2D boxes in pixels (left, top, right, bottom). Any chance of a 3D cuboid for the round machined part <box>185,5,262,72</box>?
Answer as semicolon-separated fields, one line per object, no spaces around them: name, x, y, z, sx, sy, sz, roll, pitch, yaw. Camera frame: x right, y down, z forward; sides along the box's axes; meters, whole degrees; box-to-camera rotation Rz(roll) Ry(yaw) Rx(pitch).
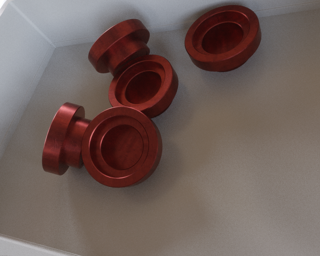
round machined part;0.087;-0.115;0.419;0.098;0.042;0.098;-13;56;20

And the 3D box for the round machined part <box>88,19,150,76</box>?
round machined part;-0.054;-0.113;0.466;0.098;0.098;0.042;-37;84;3

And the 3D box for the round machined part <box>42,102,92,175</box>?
round machined part;-0.118;0.017;0.420;0.042;0.098;0.098;16;66;-2

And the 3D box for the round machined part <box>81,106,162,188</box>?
round machined part;-0.044;0.025;0.388;0.098;0.042;0.097;-3;79;15

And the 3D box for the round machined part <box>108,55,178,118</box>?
round machined part;-0.019;-0.052;0.435;0.098;0.042;0.098;-13;56;20
